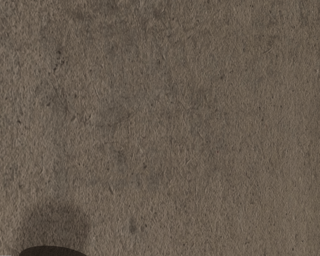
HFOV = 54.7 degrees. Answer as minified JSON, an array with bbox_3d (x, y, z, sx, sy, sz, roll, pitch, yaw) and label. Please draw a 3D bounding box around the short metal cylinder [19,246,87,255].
[{"bbox_3d":[-0.118,0.168,0.337,0.081,0.080,0.050,15,85,-20],"label":"short metal cylinder"}]
